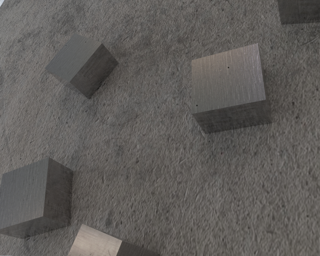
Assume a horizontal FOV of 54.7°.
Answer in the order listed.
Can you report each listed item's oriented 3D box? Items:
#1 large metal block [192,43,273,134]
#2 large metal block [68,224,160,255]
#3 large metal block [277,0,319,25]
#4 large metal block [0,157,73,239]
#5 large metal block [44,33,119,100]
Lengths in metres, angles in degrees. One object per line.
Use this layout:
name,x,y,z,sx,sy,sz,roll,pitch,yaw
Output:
large metal block,0.085,-0.045,0.371,0.080,0.050,0.080,-10,57,22
large metal block,-0.052,0.149,0.304,0.050,0.080,0.080,9,67,32
large metal block,0.201,-0.182,0.394,0.080,0.050,0.080,7,65,31
large metal block,-0.168,0.096,0.418,0.080,0.050,0.080,-20,54,16
large metal block,-0.132,-0.105,0.522,0.080,0.050,0.080,28,77,37
